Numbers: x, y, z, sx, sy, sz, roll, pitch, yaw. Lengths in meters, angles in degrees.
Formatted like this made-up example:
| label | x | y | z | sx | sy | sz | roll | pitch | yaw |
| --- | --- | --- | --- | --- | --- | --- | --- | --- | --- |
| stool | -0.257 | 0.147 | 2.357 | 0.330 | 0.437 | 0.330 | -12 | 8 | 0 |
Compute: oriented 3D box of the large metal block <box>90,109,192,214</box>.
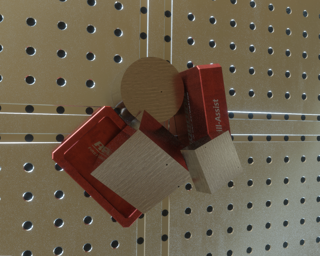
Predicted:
| label | x | y | z | sx | sy | sz | roll | pitch | yaw |
| --- | --- | --- | --- | --- | --- | --- | --- | --- | --- |
| large metal block | -0.019 | 0.040 | 0.360 | 0.080 | 0.050 | 0.080 | 41 | 112 | -16 |

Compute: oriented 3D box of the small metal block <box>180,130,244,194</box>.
| label | x | y | z | sx | sy | sz | roll | pitch | yaw |
| --- | --- | --- | --- | --- | --- | --- | --- | --- | --- |
| small metal block | 0.057 | 0.036 | 0.335 | 0.050 | 0.025 | 0.050 | -27 | 100 | -30 |

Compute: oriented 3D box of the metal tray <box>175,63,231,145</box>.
| label | x | y | z | sx | sy | sz | roll | pitch | yaw |
| --- | --- | --- | --- | --- | --- | --- | --- | --- | --- |
| metal tray | 0.051 | -0.010 | 0.398 | 0.030 | 0.090 | 0.129 | -10 | 94 | -20 |

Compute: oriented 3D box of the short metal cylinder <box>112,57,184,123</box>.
| label | x | y | z | sx | sy | sz | roll | pitch | yaw |
| --- | --- | --- | --- | --- | --- | --- | --- | --- | --- |
| short metal cylinder | -0.016 | -0.046 | 0.394 | 0.081 | 0.050 | 0.079 | 0 | 90 | -21 |

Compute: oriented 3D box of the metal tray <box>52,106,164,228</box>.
| label | x | y | z | sx | sy | sz | roll | pitch | yaw |
| --- | --- | --- | --- | --- | --- | --- | --- | --- | --- |
| metal tray | -0.057 | 0.048 | 0.389 | 0.090 | 0.030 | 0.130 | -45 | 104 | -15 |
